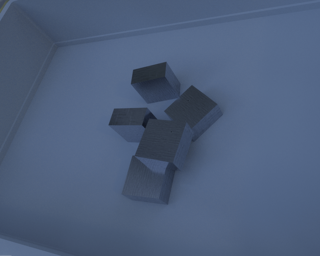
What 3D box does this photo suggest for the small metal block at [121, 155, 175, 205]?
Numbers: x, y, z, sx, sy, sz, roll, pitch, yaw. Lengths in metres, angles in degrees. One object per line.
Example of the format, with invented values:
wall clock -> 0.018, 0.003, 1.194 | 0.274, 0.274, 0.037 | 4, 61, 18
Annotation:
small metal block -> -0.013, 0.062, 0.374 | 0.050, 0.025, 0.050 | 0, 62, 28

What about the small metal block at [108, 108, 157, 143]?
small metal block -> -0.030, -0.003, 0.407 | 0.050, 0.050, 0.025 | 0, 62, 28

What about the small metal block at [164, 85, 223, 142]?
small metal block -> 0.042, -0.019, 0.395 | 0.050, 0.025, 0.050 | -43, 51, -2

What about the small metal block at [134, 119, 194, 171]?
small metal block -> 0.006, 0.019, 0.359 | 0.050, 0.025, 0.050 | 6, 64, 31

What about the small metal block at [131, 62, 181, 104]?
small metal block -> -0.005, -0.061, 0.430 | 0.050, 0.050, 0.025 | -9, 58, 24
